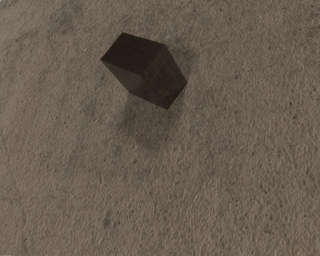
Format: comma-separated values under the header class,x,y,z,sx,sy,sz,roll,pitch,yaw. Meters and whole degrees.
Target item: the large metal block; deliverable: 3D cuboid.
class,x,y,z,sx,sy,sz,roll,pitch,yaw
large metal block,-0.020,-0.078,0.426,0.080,0.080,0.050,27,77,37
